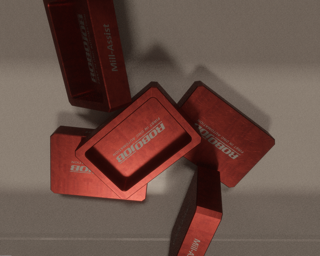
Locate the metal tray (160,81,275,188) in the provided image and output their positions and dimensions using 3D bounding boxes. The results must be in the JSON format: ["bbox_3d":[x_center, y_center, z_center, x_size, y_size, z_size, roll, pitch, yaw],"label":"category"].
[{"bbox_3d":[0.074,0.010,0.414,0.130,0.030,0.090,35,106,-13],"label":"metal tray"}]

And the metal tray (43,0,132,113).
[{"bbox_3d":[-0.081,-0.087,0.344,0.030,0.090,0.129,-25,115,-39],"label":"metal tray"}]

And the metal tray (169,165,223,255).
[{"bbox_3d":[0.042,0.125,0.398,0.030,0.090,0.129,17,117,0],"label":"metal tray"}]

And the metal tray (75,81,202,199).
[{"bbox_3d":[-0.026,0.017,0.382,0.130,0.030,0.090,-39,106,12],"label":"metal tray"}]

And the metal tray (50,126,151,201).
[{"bbox_3d":[-0.080,0.049,0.426,0.131,0.030,0.089,6,110,-3],"label":"metal tray"}]
